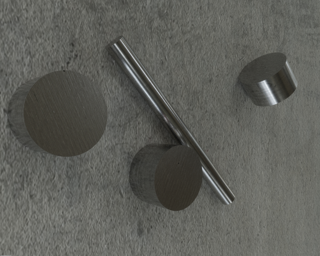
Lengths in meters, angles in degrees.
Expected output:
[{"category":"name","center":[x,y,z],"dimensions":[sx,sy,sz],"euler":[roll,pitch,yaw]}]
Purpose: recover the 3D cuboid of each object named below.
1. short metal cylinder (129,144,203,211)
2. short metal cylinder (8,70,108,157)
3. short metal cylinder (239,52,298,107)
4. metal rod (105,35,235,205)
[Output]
[{"category":"short metal cylinder","center":[0.008,0.060,0.395],"dimensions":[0.081,0.050,0.080],"euler":[0,90,-40]},{"category":"short metal cylinder","center":[-0.100,-0.013,0.305],"dimensions":[0.081,0.050,0.080],"euler":[0,90,-40]},{"category":"short metal cylinder","center":[0.181,-0.082,0.520],"dimensions":[0.050,0.080,0.080],"euler":[52,60,-28]},{"category":"metal rod","center":[0.028,0.006,0.427],"dimensions":[0.025,0.025,0.300],"euler":[-52,121,-27]}]
